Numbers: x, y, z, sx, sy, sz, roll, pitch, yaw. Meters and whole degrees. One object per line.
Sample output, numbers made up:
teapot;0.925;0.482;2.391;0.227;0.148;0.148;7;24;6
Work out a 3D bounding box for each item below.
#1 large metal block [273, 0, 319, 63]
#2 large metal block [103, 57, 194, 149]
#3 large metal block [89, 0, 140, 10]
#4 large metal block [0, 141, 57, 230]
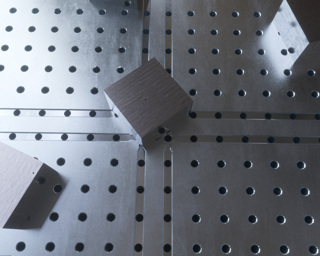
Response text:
large metal block;0.228;-0.152;0.457;0.081;0.050;0.080;-15;71;-6
large metal block;-0.015;-0.032;0.410;0.080;0.050;0.080;-36;74;-12
large metal block;-0.066;-0.241;0.486;0.080;0.050;0.080;12;70;4
large metal block;-0.188;0.066;0.372;0.080;0.050;0.080;24;72;8
